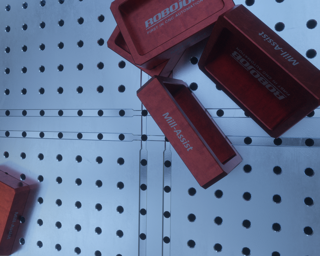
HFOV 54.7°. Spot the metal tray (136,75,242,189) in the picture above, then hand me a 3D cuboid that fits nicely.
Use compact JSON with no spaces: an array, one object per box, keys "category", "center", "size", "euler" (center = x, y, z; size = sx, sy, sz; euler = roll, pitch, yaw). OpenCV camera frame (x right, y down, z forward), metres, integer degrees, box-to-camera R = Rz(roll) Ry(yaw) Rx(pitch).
[{"category":"metal tray","center":[0.037,0.000,0.362],"size":[0.030,0.090,0.130],"euler":[-40,78,22]}]

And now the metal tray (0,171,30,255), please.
[{"category":"metal tray","center":[-0.273,0.139,0.504],"size":[0.090,0.030,0.129],"euler":[21,97,18]}]

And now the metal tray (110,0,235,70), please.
[{"category":"metal tray","center":[0.014,-0.140,0.371],"size":[0.130,0.030,0.090],"euler":[-27,82,17]}]

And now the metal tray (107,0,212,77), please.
[{"category":"metal tray","center":[0.000,-0.140,0.408],"size":[0.090,0.030,0.129],"euler":[36,101,16]}]

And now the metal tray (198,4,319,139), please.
[{"category":"metal tray","center":[0.107,-0.058,0.339],"size":[0.030,0.090,0.130],"euler":[-38,77,-23]}]
